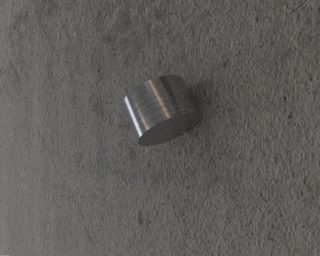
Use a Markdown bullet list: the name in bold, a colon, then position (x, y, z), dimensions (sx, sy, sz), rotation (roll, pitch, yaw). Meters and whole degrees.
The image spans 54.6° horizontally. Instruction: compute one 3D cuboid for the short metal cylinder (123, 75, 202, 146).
- **short metal cylinder**: position (0.002, -0.019, 0.368), dimensions (0.080, 0.081, 0.050), rotation (-37, 68, 34)
